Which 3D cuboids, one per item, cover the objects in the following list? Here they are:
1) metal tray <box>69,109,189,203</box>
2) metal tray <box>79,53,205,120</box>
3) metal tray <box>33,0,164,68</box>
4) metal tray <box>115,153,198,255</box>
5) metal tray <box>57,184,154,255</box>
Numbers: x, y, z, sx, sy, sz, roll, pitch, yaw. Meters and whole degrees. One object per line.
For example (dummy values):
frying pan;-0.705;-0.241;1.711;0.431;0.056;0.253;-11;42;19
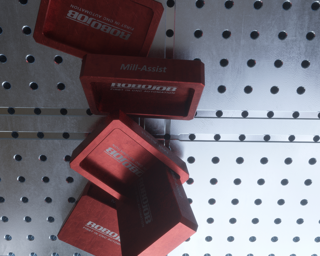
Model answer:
metal tray;-0.038;0.048;0.405;0.130;0.030;0.090;40;106;-22
metal tray;-0.019;-0.044;0.364;0.131;0.090;0.030;3;66;-2
metal tray;-0.071;-0.124;0.364;0.131;0.030;0.089;19;109;-8
metal tray;-0.012;0.098;0.392;0.090;0.130;0.030;-42;121;13
metal tray;-0.074;0.152;0.466;0.131;0.030;0.090;29;107;-11
